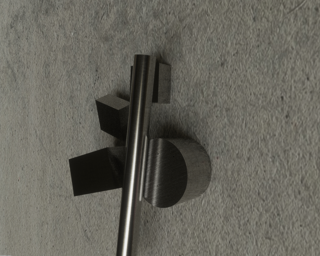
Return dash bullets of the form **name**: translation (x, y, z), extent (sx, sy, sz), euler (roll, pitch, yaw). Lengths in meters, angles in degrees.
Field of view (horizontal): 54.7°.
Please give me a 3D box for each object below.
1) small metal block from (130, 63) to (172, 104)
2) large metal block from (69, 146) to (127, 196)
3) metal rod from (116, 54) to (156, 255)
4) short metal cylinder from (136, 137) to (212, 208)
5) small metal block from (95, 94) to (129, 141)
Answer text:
- **small metal block**: translation (-0.013, -0.058, 0.414), extent (0.050, 0.025, 0.050), euler (4, 92, 39)
- **large metal block**: translation (-0.062, 0.056, 0.418), extent (0.080, 0.081, 0.050), euler (-18, 79, 38)
- **metal rod**: translation (-0.032, 0.066, 0.363), extent (0.025, 0.025, 0.298), euler (10, 96, 39)
- **short metal cylinder**: translation (0.015, 0.051, 0.375), extent (0.080, 0.050, 0.079), euler (0, 90, 39)
- **small metal block**: translation (-0.063, -0.016, 0.442), extent (0.050, 0.025, 0.050), euler (24, 131, 37)
